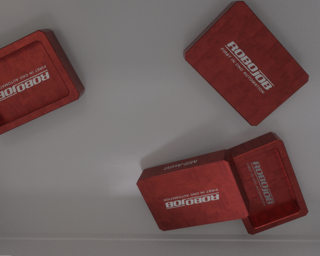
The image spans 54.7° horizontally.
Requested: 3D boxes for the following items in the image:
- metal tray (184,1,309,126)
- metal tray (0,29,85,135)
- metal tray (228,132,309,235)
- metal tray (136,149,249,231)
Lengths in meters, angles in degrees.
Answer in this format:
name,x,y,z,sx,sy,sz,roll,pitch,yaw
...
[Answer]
name,x,y,z,sx,sy,sz,roll,pitch,yaw
metal tray,0.104,-0.077,0.381,0.130,0.030,0.090,42,105,-14
metal tray,-0.174,-0.055,0.386,0.130,0.030,0.090,-23,109,8
metal tray,0.144,0.081,0.439,0.090,0.030,0.130,-24,109,8
metal tray,0.045,0.088,0.422,0.130,0.030,0.090,-17,109,22
